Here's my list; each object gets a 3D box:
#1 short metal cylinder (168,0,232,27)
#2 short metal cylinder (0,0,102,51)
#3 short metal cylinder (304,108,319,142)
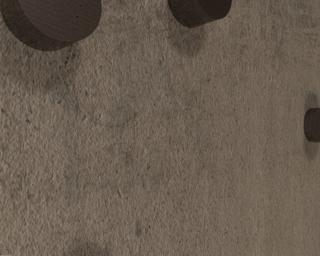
[{"bbox_3d":[0.057,-0.188,0.438,0.081,0.050,0.079,0,90,-40],"label":"short metal cylinder"},{"bbox_3d":[-0.105,-0.119,0.301,0.081,0.050,0.079,0,90,-40],"label":"short metal cylinder"},{"bbox_3d":[0.371,-0.007,0.704,0.081,0.050,0.079,0,90,-40],"label":"short metal cylinder"}]
